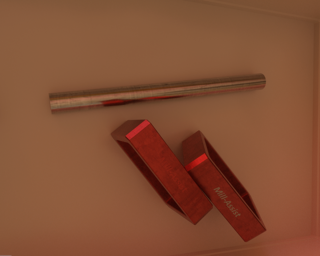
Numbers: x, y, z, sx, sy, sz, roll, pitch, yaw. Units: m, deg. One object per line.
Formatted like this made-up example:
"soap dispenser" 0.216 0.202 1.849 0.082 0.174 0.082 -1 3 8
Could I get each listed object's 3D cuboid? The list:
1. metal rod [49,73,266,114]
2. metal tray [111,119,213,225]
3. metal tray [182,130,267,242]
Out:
"metal rod" 0.012 -0.049 0.415 0.303 0.025 0.025 -9 93 -20
"metal tray" -0.001 0.050 0.376 0.030 0.090 0.130 -40 103 -15
"metal tray" 0.081 0.073 0.405 0.030 0.090 0.130 -36 104 13
